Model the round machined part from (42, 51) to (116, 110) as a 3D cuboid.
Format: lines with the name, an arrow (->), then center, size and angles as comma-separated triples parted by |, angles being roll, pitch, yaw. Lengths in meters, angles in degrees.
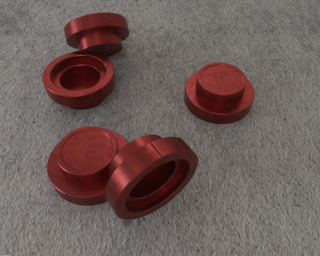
round machined part -> -0.113, -0.064, 0.445 | 0.099, 0.042, 0.098 | 0, 50, 0

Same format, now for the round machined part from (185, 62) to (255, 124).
round machined part -> 0.085, -0.056, 0.439 | 0.099, 0.042, 0.098 | 0, 50, 0

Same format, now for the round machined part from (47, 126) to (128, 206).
round machined part -> -0.081, 0.036, 0.361 | 0.099, 0.042, 0.098 | 0, 50, 0

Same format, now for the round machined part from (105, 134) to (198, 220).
round machined part -> -0.012, 0.045, 0.318 | 0.099, 0.097, 0.042 | -27, 55, -21

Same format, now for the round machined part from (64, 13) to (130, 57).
round machined part -> -0.096, -0.139, 0.485 | 0.099, 0.098, 0.042 | -12, 89, -10
